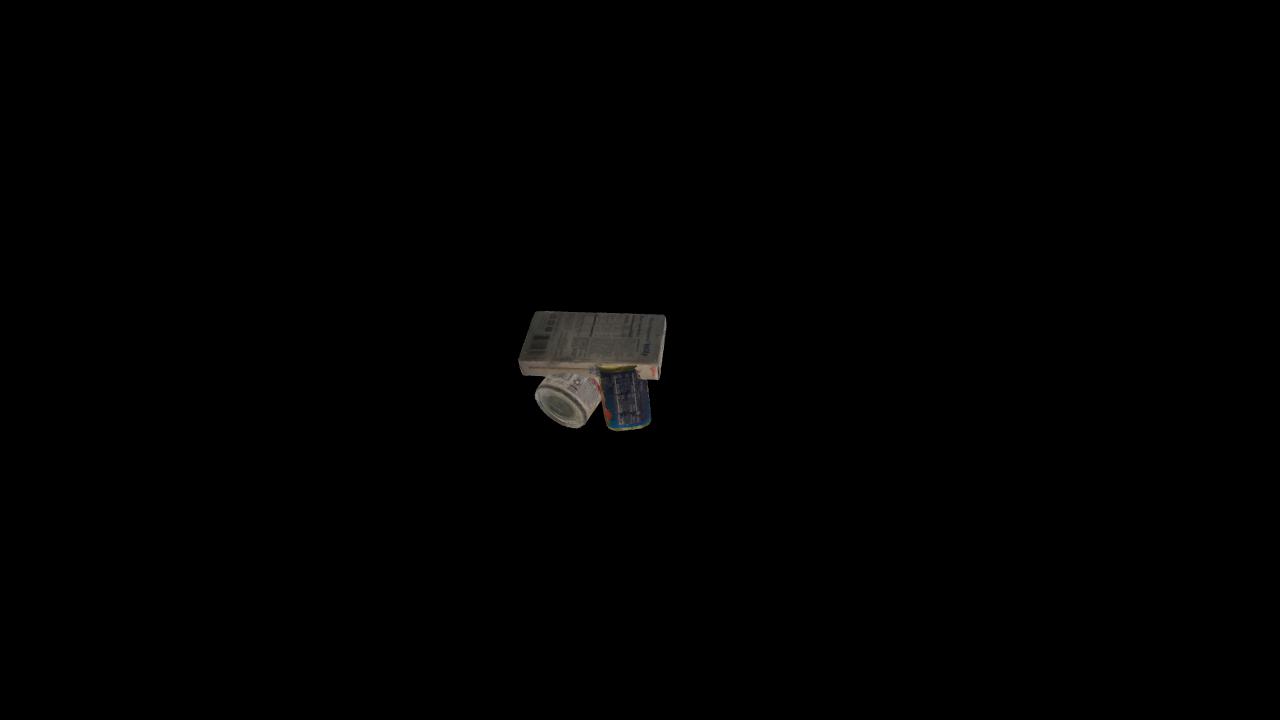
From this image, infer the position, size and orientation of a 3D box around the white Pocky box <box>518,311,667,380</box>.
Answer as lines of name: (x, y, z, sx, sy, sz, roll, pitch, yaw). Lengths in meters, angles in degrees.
white Pocky box: (-0.050, -0.018, 0.683, 0.154, 0.028, 0.084, 2, 44, 7)

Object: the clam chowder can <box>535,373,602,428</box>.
clam chowder can: (-0.065, 0.019, 0.700, 0.068, 0.068, 0.102, 0, 42, 38)

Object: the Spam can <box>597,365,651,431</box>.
Spam can: (-0.020, 0.020, 0.704, 0.058, 0.085, 0.101, -9, 29, -4)
